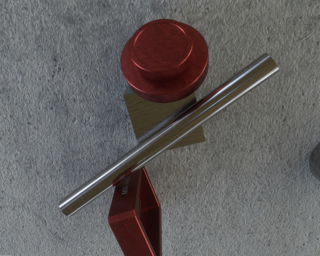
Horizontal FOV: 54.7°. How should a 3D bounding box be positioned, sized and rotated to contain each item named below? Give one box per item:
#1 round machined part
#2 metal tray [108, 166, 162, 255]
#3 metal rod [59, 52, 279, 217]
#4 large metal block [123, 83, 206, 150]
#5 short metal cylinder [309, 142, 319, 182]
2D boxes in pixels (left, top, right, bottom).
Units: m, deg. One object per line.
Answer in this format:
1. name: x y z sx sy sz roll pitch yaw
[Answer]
1. round machined part: 0.004 -0.080 0.342 0.098 0.042 0.098 -3 68 8
2. metal tray: -0.026 0.108 0.393 0.030 0.130 0.090 -18 109 6
3. metal rod: 0.001 0.015 0.362 0.300 0.025 0.025 -36 107 12
4. large metal block: 0.006 -0.019 0.390 0.080 0.050 0.080 -14 110 4
5. short metal cylinder: 0.254 0.053 0.420 0.081 0.050 0.079 0 110 -1
